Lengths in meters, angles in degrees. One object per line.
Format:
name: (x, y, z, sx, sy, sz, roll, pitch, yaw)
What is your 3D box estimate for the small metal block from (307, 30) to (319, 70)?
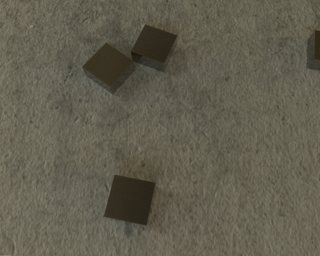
small metal block: (0.246, -0.111, 0.452, 0.050, 0.025, 0.050, 10, 70, 3)

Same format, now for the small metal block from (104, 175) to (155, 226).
small metal block: (-0.035, 0.088, 0.376, 0.050, 0.025, 0.050, 11, 70, 3)

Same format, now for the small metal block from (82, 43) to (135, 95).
small metal block: (-0.072, -0.084, 0.438, 0.050, 0.025, 0.050, 36, 74, 12)

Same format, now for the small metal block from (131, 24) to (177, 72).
small metal block: (-0.008, -0.116, 0.450, 0.050, 0.025, 0.050, 21, 71, 7)
